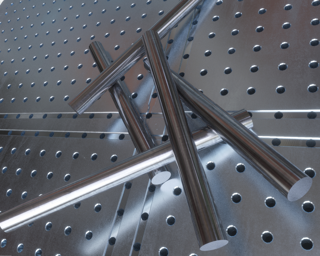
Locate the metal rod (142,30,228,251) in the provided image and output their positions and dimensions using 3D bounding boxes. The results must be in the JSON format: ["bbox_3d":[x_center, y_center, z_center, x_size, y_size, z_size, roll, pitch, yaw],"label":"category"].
[{"bbox_3d":[0.016,-0.015,0.355,0.025,0.025,0.299,-25,52,13],"label":"metal rod"}]

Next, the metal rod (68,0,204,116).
[{"bbox_3d":[-0.021,-0.131,0.476,0.301,0.025,0.025,-46,51,-13],"label":"metal rod"}]

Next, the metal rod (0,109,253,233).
[{"bbox_3d":[-0.036,0.048,0.356,0.301,0.025,0.025,-23,52,-2],"label":"metal rod"}]

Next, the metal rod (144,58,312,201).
[{"bbox_3d":[0.049,-0.025,0.361,0.025,0.025,0.300,-41,40,0],"label":"metal rod"}]

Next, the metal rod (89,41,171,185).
[{"bbox_3d":[-0.057,-0.042,0.462,0.025,0.025,0.300,-34,52,5],"label":"metal rod"}]
